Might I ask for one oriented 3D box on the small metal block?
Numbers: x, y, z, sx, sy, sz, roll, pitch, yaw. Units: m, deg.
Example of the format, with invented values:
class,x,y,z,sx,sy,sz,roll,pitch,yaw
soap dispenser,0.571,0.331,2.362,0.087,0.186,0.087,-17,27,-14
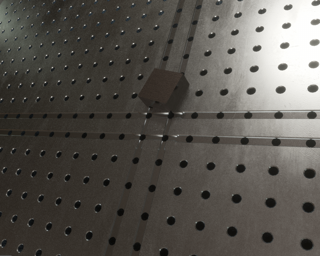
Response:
class,x,y,z,sx,sy,sz,roll,pitch,yaw
small metal block,0.005,-0.054,0.437,0.050,0.025,0.050,19,71,34
